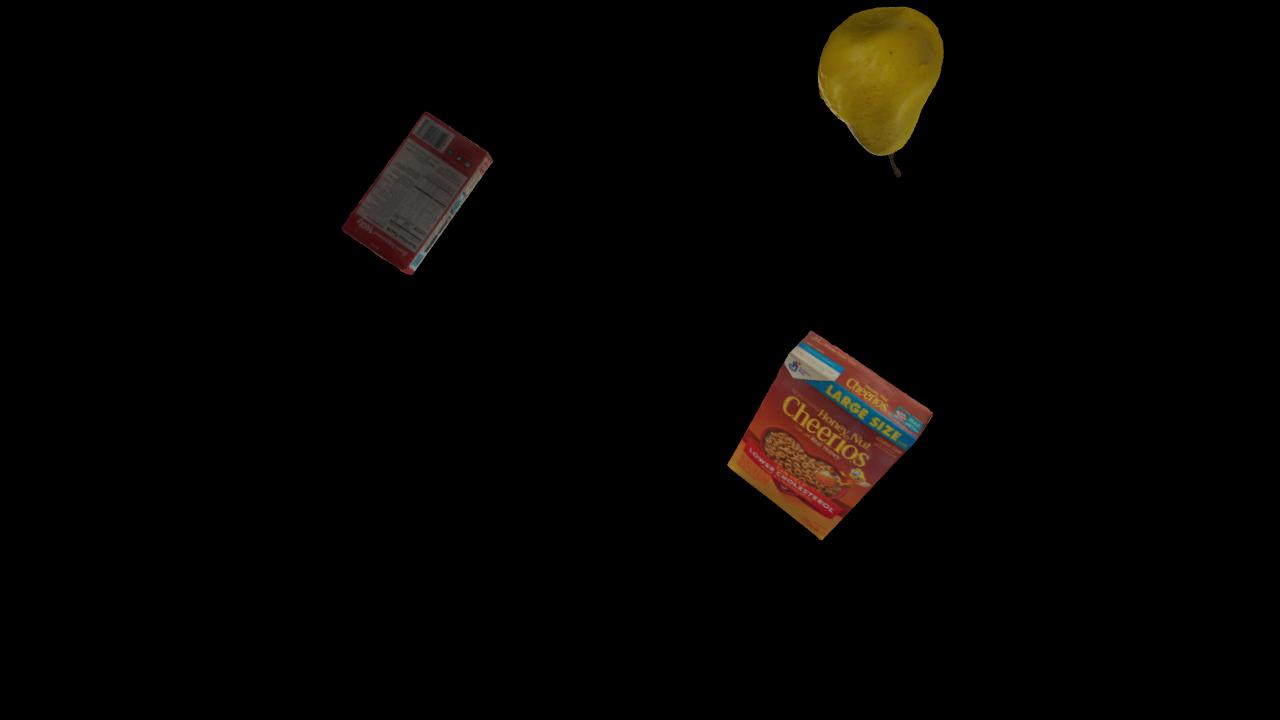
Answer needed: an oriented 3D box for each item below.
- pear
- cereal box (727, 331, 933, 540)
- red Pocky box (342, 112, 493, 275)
[{"bbox_3d":[0.168,-0.184,0.433,0.080,0.080,0.111,0,-43,20],"label":"pear"},{"bbox_3d":[0.274,0.126,0.951,0.203,0.306,0.081,38,51,18],"label":"cereal box"},{"bbox_3d":[-0.235,-0.176,0.652,0.083,0.155,0.028,34,-3,0],"label":"red Pocky box"}]
